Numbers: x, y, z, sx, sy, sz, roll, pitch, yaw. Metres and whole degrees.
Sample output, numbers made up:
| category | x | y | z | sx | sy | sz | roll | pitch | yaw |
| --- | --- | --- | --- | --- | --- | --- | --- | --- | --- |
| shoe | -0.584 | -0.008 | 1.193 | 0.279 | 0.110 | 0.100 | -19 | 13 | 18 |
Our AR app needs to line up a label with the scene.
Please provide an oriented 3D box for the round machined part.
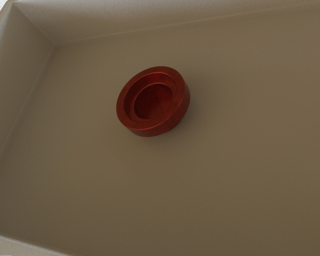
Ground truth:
| category | x | y | z | sx | sy | sz | roll | pitch | yaw |
| --- | --- | --- | --- | --- | --- | --- | --- | --- | --- |
| round machined part | -0.006 | -0.031 | 0.414 | 0.098 | 0.042 | 0.098 | -13 | 56 | 21 |
